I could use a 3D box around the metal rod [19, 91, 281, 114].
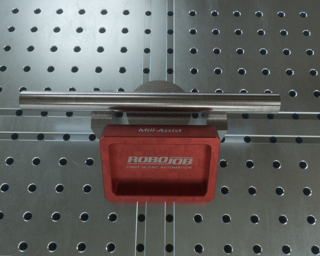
[{"bbox_3d":[-0.012,-0.031,0.369,0.302,0.025,0.025,1,70,0],"label":"metal rod"}]

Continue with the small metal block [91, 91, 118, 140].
[{"bbox_3d":[-0.071,-0.015,0.404,0.025,0.050,0.050,-1,70,0],"label":"small metal block"}]

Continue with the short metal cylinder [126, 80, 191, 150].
[{"bbox_3d":[-0.001,-0.015,0.404,0.081,0.050,0.080,0,70,0],"label":"short metal cylinder"}]

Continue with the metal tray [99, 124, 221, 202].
[{"bbox_3d":[0.000,0.042,0.364,0.131,0.089,0.030,0,27,0],"label":"metal tray"}]

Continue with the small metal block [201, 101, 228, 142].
[{"bbox_3d":[0.069,-0.012,0.403,0.025,0.050,0.050,-1,70,0],"label":"small metal block"}]
